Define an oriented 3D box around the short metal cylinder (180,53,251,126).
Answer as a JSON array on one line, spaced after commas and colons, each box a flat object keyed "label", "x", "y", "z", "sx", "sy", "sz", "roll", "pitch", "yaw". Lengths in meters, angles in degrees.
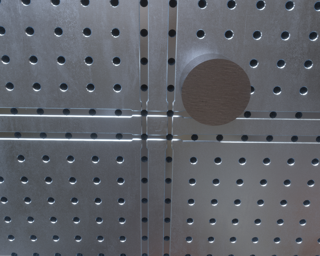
[{"label": "short metal cylinder", "x": 0.065, "y": -0.049, "z": 0.383, "sx": 0.080, "sy": 0.050, "sz": 0.079, "roll": 0, "pitch": 110, "yaw": 0}]
